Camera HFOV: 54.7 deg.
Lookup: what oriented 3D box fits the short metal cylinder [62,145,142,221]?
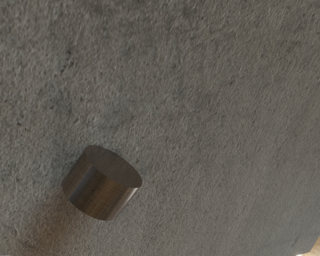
[{"bbox_3d":[-0.069,0.065,0.375,0.080,0.080,0.050,28,103,-38],"label":"short metal cylinder"}]
